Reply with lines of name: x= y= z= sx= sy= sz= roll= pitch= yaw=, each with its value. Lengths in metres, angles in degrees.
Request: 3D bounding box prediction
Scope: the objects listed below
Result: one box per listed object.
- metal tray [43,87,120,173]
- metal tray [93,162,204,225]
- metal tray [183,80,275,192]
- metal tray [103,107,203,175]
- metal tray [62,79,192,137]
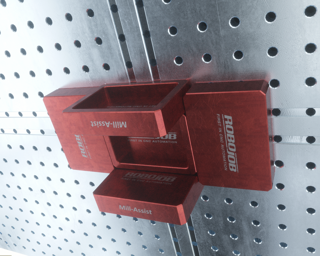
metal tray: x=-0.113 y=0.005 z=0.468 sx=0.090 sy=0.030 sz=0.129 roll=1 pitch=119 yaw=27
metal tray: x=-0.013 y=0.081 z=0.422 sx=0.130 sy=0.090 sz=0.030 roll=1 pitch=119 yaw=27
metal tray: x=0.084 y=0.012 z=0.368 sx=0.090 sy=0.030 sz=0.129 roll=0 pitch=119 yaw=26
metal tray: x=-0.013 y=0.014 z=0.419 sx=0.130 sy=0.030 sz=0.089 roll=1 pitch=119 yaw=27
metal tray: x=-0.037 y=-0.025 z=0.372 sx=0.130 sy=0.090 sz=0.030 roll=1 pitch=119 yaw=27
